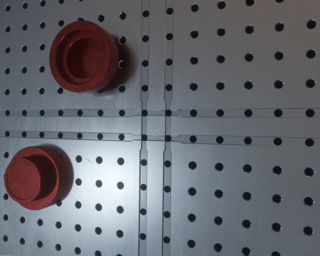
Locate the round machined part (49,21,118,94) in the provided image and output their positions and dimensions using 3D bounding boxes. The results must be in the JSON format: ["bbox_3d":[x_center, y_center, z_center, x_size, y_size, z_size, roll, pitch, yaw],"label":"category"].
[{"bbox_3d":[-0.103,-0.097,0.438,0.098,0.042,0.097,0,90,19],"label":"round machined part"}]

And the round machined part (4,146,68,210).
[{"bbox_3d":[-0.194,0.076,0.470,0.098,0.042,0.097,0,90,19],"label":"round machined part"}]
